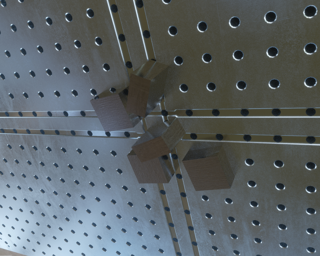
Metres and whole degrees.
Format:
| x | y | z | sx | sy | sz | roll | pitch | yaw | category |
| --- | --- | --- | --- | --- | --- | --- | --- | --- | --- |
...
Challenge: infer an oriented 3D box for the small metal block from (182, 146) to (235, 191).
| x | y | z | sx | sy | sz | roll | pitch | yaw | category |
| --- | --- | --- | --- | --- | --- | --- | --- | --- | --- |
| 0.065 | 0.054 | 0.410 | 0.050 | 0.025 | 0.050 | -12 | 112 | 33 | small metal block |

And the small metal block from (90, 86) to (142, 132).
| x | y | z | sx | sy | sz | roll | pitch | yaw | category |
| --- | --- | --- | --- | --- | --- | --- | --- | --- | --- |
| -0.060 | -0.025 | 0.426 | 0.050 | 0.025 | 0.050 | -9 | 114 | 32 | small metal block |

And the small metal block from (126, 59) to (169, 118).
| x | y | z | sx | sy | sz | roll | pitch | yaw | category |
| --- | --- | --- | --- | --- | --- | --- | --- | --- | --- |
| -0.015 | -0.048 | 0.372 | 0.025 | 0.050 | 0.050 | 22 | 127 | 15 | small metal block |

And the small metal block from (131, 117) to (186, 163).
| x | y | z | sx | sy | sz | roll | pitch | yaw | category |
| --- | --- | --- | --- | --- | --- | --- | --- | --- | --- |
| -0.001 | 0.015 | 0.404 | 0.050 | 0.050 | 0.025 | -22 | 107 | 36 | small metal block |

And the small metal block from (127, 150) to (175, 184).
| x | y | z | sx | sy | sz | roll | pitch | yaw | category |
| --- | --- | --- | --- | --- | --- | --- | --- | --- | --- |
| -0.013 | 0.053 | 0.449 | 0.050 | 0.025 | 0.050 | -7 | 115 | 31 | small metal block |
